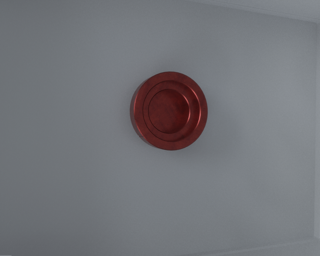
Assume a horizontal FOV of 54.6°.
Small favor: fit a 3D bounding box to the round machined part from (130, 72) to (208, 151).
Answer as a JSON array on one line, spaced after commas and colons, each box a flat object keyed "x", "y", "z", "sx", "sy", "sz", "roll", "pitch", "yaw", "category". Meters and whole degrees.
[{"x": 0.008, "y": -0.021, "z": 0.401, "sx": 0.099, "sy": 0.042, "sz": 0.097, "roll": 0, "pitch": 90, "yaw": -20, "category": "round machined part"}]
